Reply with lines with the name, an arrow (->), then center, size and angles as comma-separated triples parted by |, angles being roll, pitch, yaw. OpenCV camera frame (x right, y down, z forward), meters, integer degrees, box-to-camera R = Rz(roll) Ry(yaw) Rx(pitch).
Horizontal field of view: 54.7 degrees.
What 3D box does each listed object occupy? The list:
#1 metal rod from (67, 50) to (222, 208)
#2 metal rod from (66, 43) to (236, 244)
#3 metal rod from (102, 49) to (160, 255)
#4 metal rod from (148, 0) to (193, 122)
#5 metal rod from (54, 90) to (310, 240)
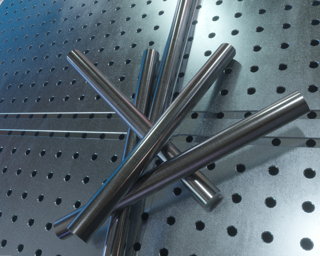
metal rod -> -0.037, -0.016, 0.402 | 0.025, 0.025, 0.300 | -44, 62, -2
metal rod -> 0.007, -0.002, 0.358 | 0.025, 0.025, 0.301 | 19, 57, 35
metal rod -> -0.033, 0.016, 0.414 | 0.025, 0.025, 0.299 | -6, 59, 25
metal rod -> 0.023, -0.130, 0.474 | 0.025, 0.025, 0.300 | -1, 61, 27
metal rod -> 0.011, 0.047, 0.332 | 0.300, 0.025, 0.025 | -30, 52, 13
